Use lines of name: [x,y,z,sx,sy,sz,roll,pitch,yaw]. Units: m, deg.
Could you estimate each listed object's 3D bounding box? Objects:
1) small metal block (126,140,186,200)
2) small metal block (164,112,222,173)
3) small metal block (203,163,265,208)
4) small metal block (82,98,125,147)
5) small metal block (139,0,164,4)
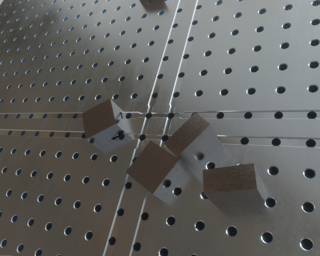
small metal block: [-0.005,0.051,0.378,0.050,0.025,0.050,31,79,37]
small metal block: [0.040,0.018,0.359,0.050,0.050,0.025,-45,52,-3]
small metal block: [0.076,0.060,0.315,0.050,0.050,0.025,-11,57,22]
small metal block: [-0.084,-0.008,0.455,0.050,0.025,0.050,-27,53,11]
small metal block: [-0.011,-0.261,0.573,0.050,0.025,0.050,6,65,30]
